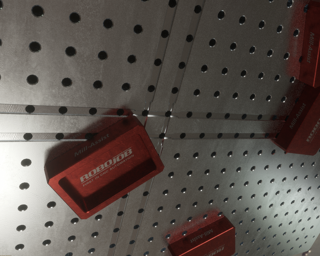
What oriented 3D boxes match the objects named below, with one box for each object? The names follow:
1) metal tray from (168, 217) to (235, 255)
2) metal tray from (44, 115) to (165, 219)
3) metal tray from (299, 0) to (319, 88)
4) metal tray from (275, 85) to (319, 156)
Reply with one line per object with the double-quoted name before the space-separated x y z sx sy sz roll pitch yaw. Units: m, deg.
"metal tray" 0.084 0.238 0.604 0.131 0.030 0.089 -21 127 -16
"metal tray" -0.068 0.052 0.404 0.131 0.030 0.090 -31 129 -8
"metal tray" 0.264 -0.135 0.472 0.091 0.030 0.129 -23 127 -15
"metal tray" 0.272 -0.015 0.551 0.091 0.030 0.129 8 114 -33
